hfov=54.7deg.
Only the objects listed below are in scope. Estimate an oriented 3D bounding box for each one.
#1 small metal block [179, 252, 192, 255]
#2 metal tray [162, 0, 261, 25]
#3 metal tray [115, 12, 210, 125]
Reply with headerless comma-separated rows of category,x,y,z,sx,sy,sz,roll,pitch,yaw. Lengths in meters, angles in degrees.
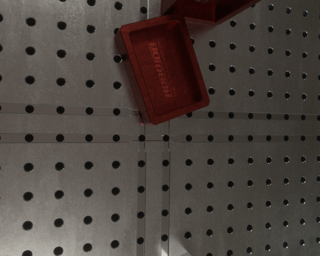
small metal block,0.043,0.205,0.417,0.025,0.050,0.050,-17,96,-20
metal tray,0.067,-0.167,0.382,0.091,0.130,0.030,2,90,-20
metal tray,0.005,-0.078,0.412,0.091,0.030,0.129,-21,97,-19
